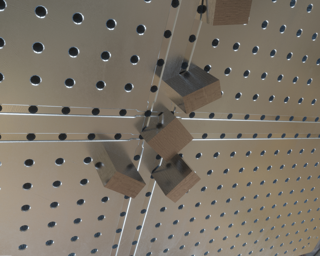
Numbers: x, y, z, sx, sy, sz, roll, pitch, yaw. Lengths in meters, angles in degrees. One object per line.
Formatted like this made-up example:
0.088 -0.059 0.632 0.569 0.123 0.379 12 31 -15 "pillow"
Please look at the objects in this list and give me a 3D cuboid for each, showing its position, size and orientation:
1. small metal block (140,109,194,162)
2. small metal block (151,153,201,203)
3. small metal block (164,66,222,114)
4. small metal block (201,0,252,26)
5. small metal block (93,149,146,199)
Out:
0.010 0.011 0.423 0.050 0.025 0.050 -42 129 0 "small metal block"
0.022 0.071 0.450 0.050 0.050 0.025 -43 129 2 "small metal block"
0.041 -0.048 0.386 0.050 0.050 0.025 -26 128 -12 "small metal block"
0.079 -0.149 0.362 0.050 0.025 0.050 -11 123 -23 "small metal block"
-0.053 0.059 0.402 0.050 0.050 0.025 33 100 -38 "small metal block"
